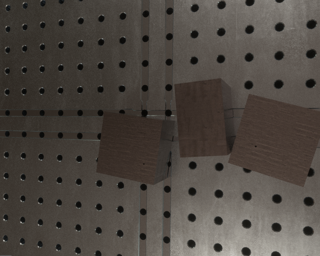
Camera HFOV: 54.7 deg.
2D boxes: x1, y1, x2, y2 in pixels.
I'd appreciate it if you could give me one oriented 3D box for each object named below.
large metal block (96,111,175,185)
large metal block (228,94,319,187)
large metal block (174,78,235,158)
[{"bbox_3d":[-0.031,0.024,0.409,0.080,0.050,0.079,9,93,19],"label":"large metal block"},{"bbox_3d":[0.131,0.012,0.353,0.080,0.050,0.080,17,96,18],"label":"large metal block"},{"bbox_3d":[0.056,-0.010,0.363,0.050,0.080,0.080,-5,88,20],"label":"large metal block"}]
